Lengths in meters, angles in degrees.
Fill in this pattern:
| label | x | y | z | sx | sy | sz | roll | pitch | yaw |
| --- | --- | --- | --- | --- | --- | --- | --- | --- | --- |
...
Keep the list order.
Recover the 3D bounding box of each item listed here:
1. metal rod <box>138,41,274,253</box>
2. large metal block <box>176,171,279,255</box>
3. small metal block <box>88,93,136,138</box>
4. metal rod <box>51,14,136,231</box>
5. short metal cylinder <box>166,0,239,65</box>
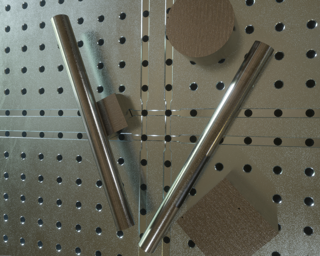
| label | x | y | z | sx | sy | sz | roll | pitch | yaw |
| --- | --- | --- | --- | --- | --- | --- | --- | --- | --- |
| metal rod | 0.053 | 0.031 | 0.393 | 0.025 | 0.025 | 0.299 | 32 | 100 | 17 |
| large metal block | 0.081 | 0.111 | 0.370 | 0.080 | 0.050 | 0.080 | -46 | 76 | 14 |
| small metal block | -0.070 | -0.015 | 0.436 | 0.050 | 0.025 | 0.050 | -25 | 82 | 18 |
| metal rod | -0.092 | -0.012 | 0.417 | 0.025 | 0.025 | 0.299 | -21 | 83 | 18 |
| short metal cylinder | 0.053 | -0.121 | 0.380 | 0.080 | 0.050 | 0.079 | 0 | 90 | 19 |
